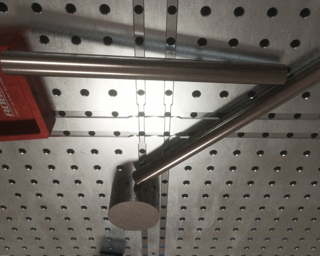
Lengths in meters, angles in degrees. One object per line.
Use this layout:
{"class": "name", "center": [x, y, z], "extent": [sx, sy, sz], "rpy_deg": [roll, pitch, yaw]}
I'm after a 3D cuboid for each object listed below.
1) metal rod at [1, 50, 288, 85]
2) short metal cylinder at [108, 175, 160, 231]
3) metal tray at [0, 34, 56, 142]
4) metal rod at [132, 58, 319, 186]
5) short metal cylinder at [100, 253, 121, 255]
{"class": "metal rod", "center": [-0.007, -0.064, 0.336], "extent": [0.302, 0.025, 0.025], "rpy_deg": [1, 131, -9]}
{"class": "short metal cylinder", "center": [-0.040, 0.121, 0.498], "extent": [0.081, 0.050, 0.079], "rpy_deg": [0, 130, 0]}
{"class": "metal tray", "center": [-0.191, -0.042, 0.369], "extent": [0.091, 0.030, 0.129], "rpy_deg": [-4, 130, 3]}
{"class": "metal rod", "center": [0.080, 0.002, 0.414], "extent": [0.299, 0.025, 0.025], "rpy_deg": [-33, 123, 25]}
{"class": "short metal cylinder", "center": [-0.105, 0.301, 0.631], "extent": [0.050, 0.080, 0.079], "rpy_deg": [13, 129, -11]}
